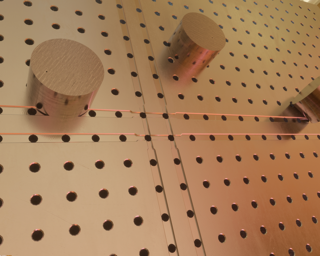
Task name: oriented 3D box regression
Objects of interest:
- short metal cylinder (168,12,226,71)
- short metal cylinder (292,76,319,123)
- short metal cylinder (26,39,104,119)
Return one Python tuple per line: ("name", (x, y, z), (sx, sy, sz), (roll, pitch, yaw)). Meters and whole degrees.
("short metal cylinder", (0.060, -0.142, 0.511), (0.081, 0.050, 0.080), (14, 56, -21))
("short metal cylinder", (0.289, -0.054, 0.561), (0.050, 0.080, 0.080), (45, 51, 3))
("short metal cylinder", (-0.112, -0.058, 0.367), (0.081, 0.050, 0.080), (14, 56, -21))
